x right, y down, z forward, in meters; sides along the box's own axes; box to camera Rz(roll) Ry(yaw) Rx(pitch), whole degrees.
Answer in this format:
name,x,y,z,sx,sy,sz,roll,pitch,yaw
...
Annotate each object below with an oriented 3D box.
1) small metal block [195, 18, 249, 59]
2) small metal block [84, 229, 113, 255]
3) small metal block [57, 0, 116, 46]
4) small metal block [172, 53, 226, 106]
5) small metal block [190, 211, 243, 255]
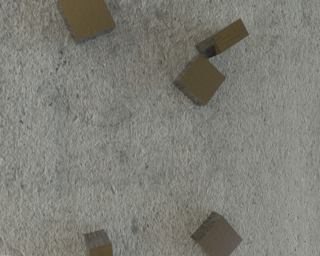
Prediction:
name,x,y,z,sx,sy,sz,roll,pitch,yaw
small metal block,0.084,-0.121,0.426,0.050,0.050,0.025,-35,102,-17
small metal block,-0.072,0.156,0.369,0.025,0.050,0.050,-9,93,-20
small metal block,-0.089,-0.135,0.376,0.050,0.025,0.050,-28,99,-18
small metal block,0.054,-0.066,0.429,0.050,0.025,0.050,40,77,-16
small metal block,0.080,0.156,0.439,0.050,0.025,0.050,-43,104,-15
